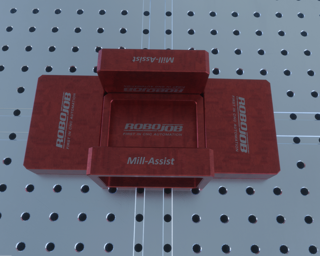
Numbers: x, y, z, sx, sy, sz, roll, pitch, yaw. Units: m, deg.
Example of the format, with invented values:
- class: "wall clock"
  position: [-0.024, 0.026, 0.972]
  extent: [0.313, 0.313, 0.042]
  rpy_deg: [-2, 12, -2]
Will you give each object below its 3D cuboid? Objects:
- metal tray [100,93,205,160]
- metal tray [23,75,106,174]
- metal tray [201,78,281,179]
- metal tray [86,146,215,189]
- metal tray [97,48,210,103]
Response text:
- class: "metal tray"
  position: [-0.009, 0.001, 0.406]
  extent: [0.131, 0.030, 0.090]
  rpy_deg: [1, 70, 0]
- class: "metal tray"
  position: [-0.120, -0.006, 0.409]
  extent: [0.091, 0.030, 0.130]
  rpy_deg: [1, 70, 0]
- class: "metal tray"
  position: [0.102, -0.001, 0.409]
  extent: [0.091, 0.030, 0.130]
  rpy_deg: [1, 70, -1]
- class: "metal tray"
  position: [-0.010, 0.049, 0.358]
  extent: [0.131, 0.090, 0.030]
  rpy_deg: [1, 70, 0]
- class: "metal tray"
  position: [-0.008, -0.064, 0.400]
  extent: [0.131, 0.090, 0.030]
  rpy_deg: [1, 70, 0]
